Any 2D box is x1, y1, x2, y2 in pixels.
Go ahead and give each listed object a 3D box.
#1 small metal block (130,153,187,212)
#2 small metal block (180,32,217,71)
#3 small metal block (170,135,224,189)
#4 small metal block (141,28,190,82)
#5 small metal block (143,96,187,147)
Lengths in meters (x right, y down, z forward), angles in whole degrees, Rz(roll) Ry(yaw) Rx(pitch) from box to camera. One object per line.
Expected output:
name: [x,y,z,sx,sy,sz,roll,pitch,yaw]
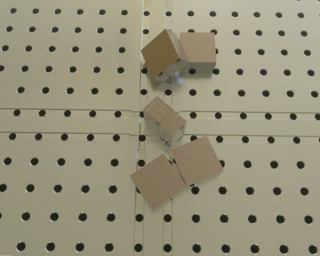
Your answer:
small metal block: [-0.002,0.069,0.387,0.050,0.025,0.050,-33,74,-11]
small metal block: [0.054,-0.111,0.453,0.050,0.025,0.050,0,70,-1]
small metal block: [0.046,0.044,0.396,0.050,0.025,0.050,-22,72,-8]
small metal block: [0.006,-0.101,0.434,0.050,0.025,0.050,-34,68,32]
small metal block: [0.006,-0.007,0.401,0.050,0.050,0.025,42,75,13]
